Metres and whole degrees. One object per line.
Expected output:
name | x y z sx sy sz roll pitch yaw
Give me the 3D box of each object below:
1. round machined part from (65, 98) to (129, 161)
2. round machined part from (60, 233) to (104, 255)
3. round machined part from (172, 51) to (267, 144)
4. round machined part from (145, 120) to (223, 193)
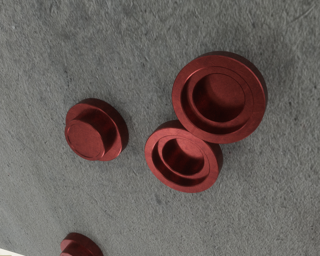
round machined part | -0.099 0.009 0.454 0.098 0.042 0.097 13 124 21
round machined part | -0.171 0.273 0.655 0.098 0.042 0.097 13 124 21
round machined part | 0.066 -0.035 0.337 0.098 0.042 0.097 11 119 21
round machined part | 0.033 0.032 0.398 0.098 0.042 0.097 13 124 21
